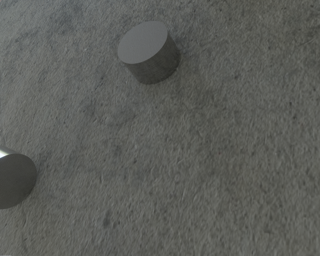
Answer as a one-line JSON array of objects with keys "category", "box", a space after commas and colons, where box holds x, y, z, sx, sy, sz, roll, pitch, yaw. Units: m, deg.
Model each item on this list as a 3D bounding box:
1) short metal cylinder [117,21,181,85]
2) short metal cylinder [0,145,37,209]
[{"category": "short metal cylinder", "box": [-0.016, -0.112, 0.464, 0.080, 0.050, 0.080, -13, 56, 20]}, {"category": "short metal cylinder", "box": [-0.228, 0.069, 0.443, 0.050, 0.080, 0.080, 14, 69, 33]}]
